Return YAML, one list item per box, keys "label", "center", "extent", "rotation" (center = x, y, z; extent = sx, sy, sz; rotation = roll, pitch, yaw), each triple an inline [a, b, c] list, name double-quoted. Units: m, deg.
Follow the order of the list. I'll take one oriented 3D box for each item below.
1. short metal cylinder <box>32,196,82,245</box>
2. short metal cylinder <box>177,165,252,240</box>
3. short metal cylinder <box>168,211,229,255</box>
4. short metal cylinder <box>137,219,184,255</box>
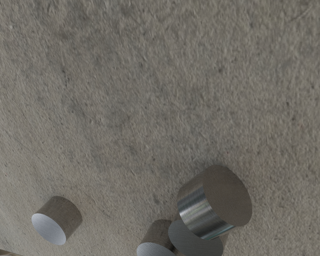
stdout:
- label: "short metal cylinder"
  center: [-0.201, 0.180, 0.605]
  extent: [0.080, 0.050, 0.079]
  rotation: [13, 124, 20]
- label: "short metal cylinder"
  center: [0.069, 0.094, 0.392]
  extent: [0.080, 0.080, 0.050]
  rotation: [44, 129, -3]
- label: "short metal cylinder"
  center: [0.059, 0.145, 0.448]
  extent: [0.080, 0.050, 0.079]
  rotation: [13, 124, 20]
- label: "short metal cylinder"
  center: [0.009, 0.198, 0.507]
  extent: [0.080, 0.050, 0.079]
  rotation: [13, 124, 20]
